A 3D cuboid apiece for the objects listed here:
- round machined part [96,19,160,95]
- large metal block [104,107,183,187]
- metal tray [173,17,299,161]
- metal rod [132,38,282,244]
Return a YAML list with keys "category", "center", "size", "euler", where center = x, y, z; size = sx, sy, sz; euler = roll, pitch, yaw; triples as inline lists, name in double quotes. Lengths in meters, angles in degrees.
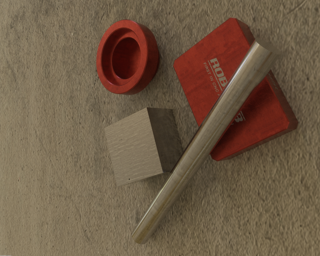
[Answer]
- category: "round machined part"
  center: [-0.039, -0.094, 0.424]
  size: [0.098, 0.042, 0.097]
  euler: [0, 90, 39]
- category: "large metal block"
  center: [-0.020, 0.025, 0.403]
  size: [0.080, 0.050, 0.080]
  euler: [-23, 76, 37]
- category: "metal tray"
  center: [0.076, -0.040, 0.337]
  size: [0.090, 0.030, 0.130]
  euler: [-32, 70, 35]
- category: "metal rod"
  center: [0.032, 0.040, 0.343]
  size: [0.025, 0.025, 0.298]
  euler: [50, 129, 28]
